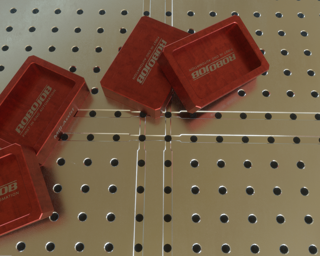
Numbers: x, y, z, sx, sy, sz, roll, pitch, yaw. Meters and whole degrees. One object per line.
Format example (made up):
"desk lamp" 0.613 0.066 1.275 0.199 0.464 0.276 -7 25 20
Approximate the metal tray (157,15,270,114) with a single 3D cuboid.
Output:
"metal tray" 0.074 -0.088 0.420 0.131 0.030 0.090 -29 87 -20

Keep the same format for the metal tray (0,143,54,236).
"metal tray" -0.201 0.082 0.357 0.131 0.030 0.090 -22 80 2

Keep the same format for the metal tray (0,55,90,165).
"metal tray" -0.168 -0.025 0.416 0.090 0.030 0.130 25 72 8

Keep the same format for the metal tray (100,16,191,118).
"metal tray" -0.014 -0.089 0.442 0.090 0.030 0.130 25 72 8
